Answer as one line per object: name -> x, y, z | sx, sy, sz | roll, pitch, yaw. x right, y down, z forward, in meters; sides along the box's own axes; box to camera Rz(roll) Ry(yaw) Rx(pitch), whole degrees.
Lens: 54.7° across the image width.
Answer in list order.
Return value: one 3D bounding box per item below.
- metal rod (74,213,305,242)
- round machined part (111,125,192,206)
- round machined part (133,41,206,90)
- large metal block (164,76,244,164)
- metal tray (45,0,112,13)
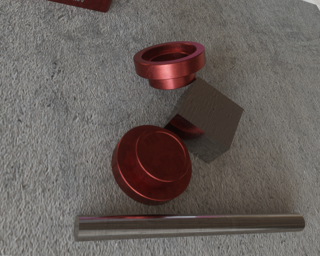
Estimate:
metal rod -> 0.055, 0.114, 0.365 | 0.302, 0.025, 0.025 | 7, 59, -25
round machined part -> -0.004, 0.038, 0.369 | 0.099, 0.042, 0.098 | 14, 56, -21
round machined part -> 0.015, -0.086, 0.434 | 0.099, 0.042, 0.098 | -7, 30, 4
large metal block -> 0.059, -0.011, 0.428 | 0.080, 0.050, 0.080 | 35, 51, -6
metal tray -> -0.142, -0.228, 0.464 | 0.131, 0.030, 0.090 | 2, 61, -28
